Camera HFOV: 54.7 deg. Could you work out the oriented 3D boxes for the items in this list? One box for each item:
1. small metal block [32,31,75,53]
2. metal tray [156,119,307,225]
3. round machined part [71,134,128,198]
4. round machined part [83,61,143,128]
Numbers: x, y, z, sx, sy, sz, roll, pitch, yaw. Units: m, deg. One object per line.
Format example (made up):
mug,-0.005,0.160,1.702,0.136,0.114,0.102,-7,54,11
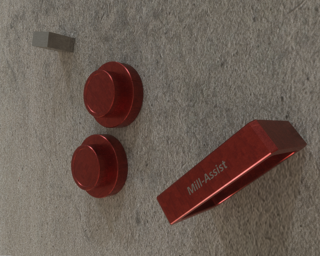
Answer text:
small metal block,-0.185,-0.149,0.538,0.050,0.050,0.025,15,100,39
metal tray,0.069,0.043,0.304,0.129,0.091,0.030,-45,64,30
round machined part,-0.098,0.058,0.472,0.098,0.042,0.097,0,90,39
round machined part,-0.074,-0.049,0.453,0.098,0.042,0.097,0,90,39
